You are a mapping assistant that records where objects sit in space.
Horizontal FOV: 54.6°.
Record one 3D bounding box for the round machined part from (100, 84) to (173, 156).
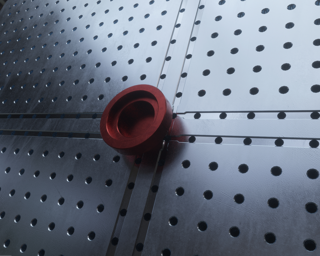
[{"bbox_3d":[-0.028,-0.007,0.417,0.098,0.042,0.098,-13,56,21],"label":"round machined part"}]
